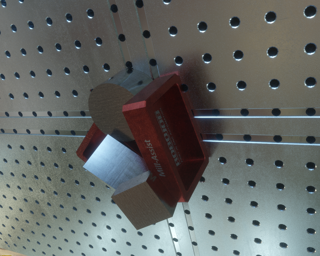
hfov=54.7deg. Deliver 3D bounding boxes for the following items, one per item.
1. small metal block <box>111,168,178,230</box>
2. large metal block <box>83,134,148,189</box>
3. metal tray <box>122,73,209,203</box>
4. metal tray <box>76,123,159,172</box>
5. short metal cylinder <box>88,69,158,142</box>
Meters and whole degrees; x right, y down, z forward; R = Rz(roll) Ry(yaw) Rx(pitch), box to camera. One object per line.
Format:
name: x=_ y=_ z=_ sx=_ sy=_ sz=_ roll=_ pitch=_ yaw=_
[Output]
small metal block: x=-0.017 y=0.081 z=0.347 sx=0.050 sy=0.025 sz=0.050 roll=-29 pitch=104 yaw=26
large metal block: x=-0.049 y=0.060 z=0.416 sx=0.080 sy=0.050 sz=0.080 roll=34 pitch=164 yaw=5
metal tray: x=0.013 y=0.012 z=0.368 sx=0.030 sy=0.090 sz=0.129 roll=-9 pitch=114 yaw=32
metal tray: x=-0.054 y=0.048 z=0.463 sx=0.130 sy=0.030 sz=0.089 roll=40 pitch=129 yaw=0
short metal cylinder: x=-0.044 y=-0.029 z=0.398 sx=0.080 sy=0.050 sz=0.079 roll=13 pitch=124 yaw=20
